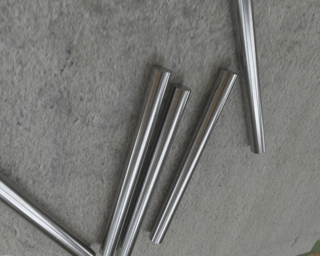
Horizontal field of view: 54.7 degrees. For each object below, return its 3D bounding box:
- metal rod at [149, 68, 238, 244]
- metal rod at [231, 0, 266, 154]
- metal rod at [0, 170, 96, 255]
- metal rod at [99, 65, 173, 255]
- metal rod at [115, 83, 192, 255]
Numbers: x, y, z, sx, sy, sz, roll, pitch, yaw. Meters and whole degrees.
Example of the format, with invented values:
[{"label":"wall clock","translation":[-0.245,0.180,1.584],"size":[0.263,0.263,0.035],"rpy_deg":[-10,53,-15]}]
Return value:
[{"label":"metal rod","translation":[0.043,0.054,0.465],"size":[0.025,0.025,0.298],"rpy_deg":[7,115,-32]},{"label":"metal rod","translation":[0.124,-0.077,0.429],"size":[0.025,0.025,0.299],"rpy_deg":[-28,129,-11]},{"label":"metal rod","translation":[-0.165,0.094,0.375],"size":[0.025,0.025,0.299],"rpy_deg":[-34,129,-6]},{"label":"metal rod","translation":[-0.040,0.061,0.423],"size":[0.025,0.025,0.298],"rpy_deg":[4,117,-31]},{"label":"metal rod","translation":[-0.016,0.079,0.448],"size":[0.025,0.025,0.298],"rpy_deg":[5,116,-31]}]
